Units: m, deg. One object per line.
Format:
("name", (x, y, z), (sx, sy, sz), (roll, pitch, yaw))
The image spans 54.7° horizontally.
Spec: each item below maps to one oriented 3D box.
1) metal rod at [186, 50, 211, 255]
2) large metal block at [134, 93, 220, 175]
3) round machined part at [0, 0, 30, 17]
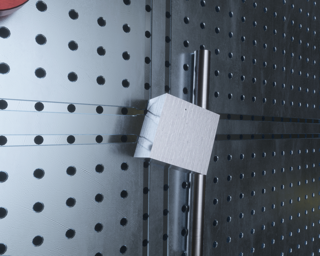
("metal rod", (0.057, 0.036, 0.456), (0.025, 0.025, 0.298), (4, 87, -40))
("large metal block", (0.022, 0.010, 0.399), (0.081, 0.050, 0.080), (20, 77, -23))
("round machined part", (-0.158, -0.144, 0.265), (0.099, 0.042, 0.097), (0, 90, -40))
